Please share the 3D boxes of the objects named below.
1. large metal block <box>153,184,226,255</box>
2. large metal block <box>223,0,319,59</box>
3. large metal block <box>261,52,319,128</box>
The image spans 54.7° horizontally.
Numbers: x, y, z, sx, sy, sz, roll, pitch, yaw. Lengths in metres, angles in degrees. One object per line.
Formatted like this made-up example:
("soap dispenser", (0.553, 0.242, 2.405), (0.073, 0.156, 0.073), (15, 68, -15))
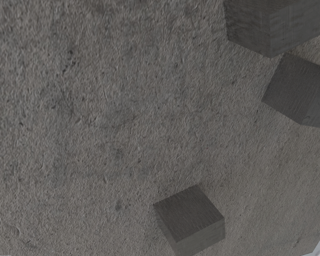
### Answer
("large metal block", (0.045, 0.146, 0.486), (0.081, 0.080, 0.050), (-22, 127, -15))
("large metal block", (0.134, -0.131, 0.363), (0.080, 0.080, 0.050), (-26, 128, -12))
("large metal block", (0.208, -0.056, 0.450), (0.050, 0.080, 0.079), (6, 115, -31))
